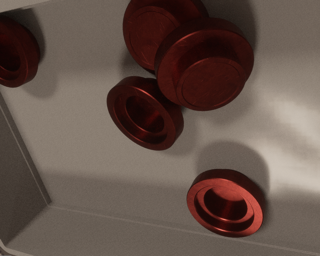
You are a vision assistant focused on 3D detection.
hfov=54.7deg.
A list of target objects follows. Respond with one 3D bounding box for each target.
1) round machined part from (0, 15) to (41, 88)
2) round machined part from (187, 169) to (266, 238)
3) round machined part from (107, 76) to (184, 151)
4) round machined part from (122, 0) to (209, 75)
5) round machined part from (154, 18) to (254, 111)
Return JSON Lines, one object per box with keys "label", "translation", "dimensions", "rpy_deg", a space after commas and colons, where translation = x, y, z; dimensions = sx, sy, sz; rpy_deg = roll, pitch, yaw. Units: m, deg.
{"label": "round machined part", "translation": [-0.211, -0.110, 0.438], "dimensions": [0.098, 0.042, 0.097], "rpy_deg": [13, 124, 20]}
{"label": "round machined part", "translation": [0.088, 0.093, 0.408], "dimensions": [0.098, 0.042, 0.097], "rpy_deg": [13, 124, 20]}
{"label": "round machined part", "translation": [-0.013, -0.022, 0.380], "dimensions": [0.098, 0.042, 0.097], "rpy_deg": [24, 141, 21]}
{"label": "round machined part", "translation": [0.002, -0.100, 0.334], "dimensions": [0.098, 0.042, 0.097], "rpy_deg": [13, 124, 20]}
{"label": "round machined part", "translation": [0.045, -0.054, 0.308], "dimensions": [0.099, 0.042, 0.097], "rpy_deg": [-7, 139, -5]}
